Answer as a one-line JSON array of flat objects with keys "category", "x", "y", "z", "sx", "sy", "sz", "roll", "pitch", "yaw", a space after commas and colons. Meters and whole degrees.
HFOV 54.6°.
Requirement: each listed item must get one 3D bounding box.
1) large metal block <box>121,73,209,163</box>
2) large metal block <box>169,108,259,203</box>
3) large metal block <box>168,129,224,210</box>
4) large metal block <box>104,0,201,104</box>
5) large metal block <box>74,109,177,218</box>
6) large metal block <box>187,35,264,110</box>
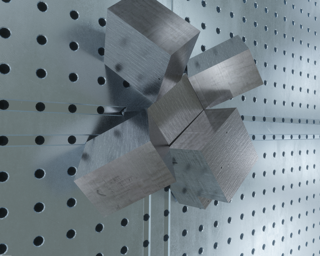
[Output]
[{"category": "large metal block", "x": 0.011, "y": -0.013, "z": 0.401, "sx": 0.080, "sy": 0.050, "sz": 0.080, "roll": -46, "pitch": 117, "yaw": -30}, {"category": "large metal block", "x": 0.069, "y": 0.031, "z": 0.383, "sx": 0.080, "sy": 0.050, "sz": 0.080, "roll": -45, "pitch": 118, "yaw": -32}, {"category": "large metal block", "x": 0.049, "y": 0.052, "z": 0.432, "sx": 0.080, "sy": 0.050, "sz": 0.080, "roll": -45, "pitch": 116, "yaw": -32}, {"category": "large metal block", "x": -0.013, "y": -0.087, "z": 0.341, "sx": 0.080, "sy": 0.080, "sz": 0.050, "roll": 39, "pitch": 59, "yaw": 10}, {"category": "large metal block", "x": -0.034, "y": 0.033, "z": 0.324, "sx": 0.080, "sy": 0.080, "sz": 0.050, "roll": -28, "pitch": 113, "yaw": 8}, {"category": "large metal block", "x": 0.085, "y": -0.078, "z": 0.422, "sx": 0.050, "sy": 0.080, "sz": 0.080, "roll": 59, "pitch": 17, "yaw": -23}]
